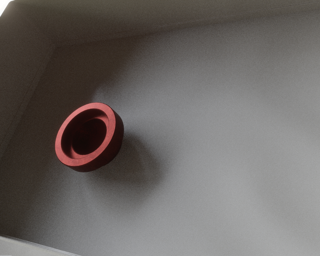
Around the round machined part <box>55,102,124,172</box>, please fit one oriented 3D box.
[{"bbox_3d":[-0.093,0.016,0.432,0.098,0.042,0.098,-13,56,20],"label":"round machined part"}]
